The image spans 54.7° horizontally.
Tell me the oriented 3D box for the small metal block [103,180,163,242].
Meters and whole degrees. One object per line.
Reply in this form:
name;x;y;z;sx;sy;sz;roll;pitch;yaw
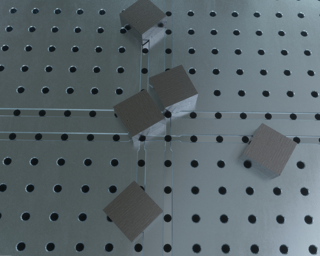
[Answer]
small metal block;-0.032;0.101;0.375;0.050;0.025;0.050;-42;76;-14

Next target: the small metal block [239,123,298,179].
small metal block;0.140;0.030;0.403;0.050;0.025;0.050;32;73;10

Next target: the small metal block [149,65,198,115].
small metal block;0.018;-0.053;0.431;0.050;0.025;0.050;-24;72;-9

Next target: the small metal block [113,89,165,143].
small metal block;-0.028;-0.016;0.417;0.050;0.025;0.050;-31;73;-11

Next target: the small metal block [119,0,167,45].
small metal block;-0.025;-0.164;0.471;0.050;0.025;0.050;-41;76;-14
